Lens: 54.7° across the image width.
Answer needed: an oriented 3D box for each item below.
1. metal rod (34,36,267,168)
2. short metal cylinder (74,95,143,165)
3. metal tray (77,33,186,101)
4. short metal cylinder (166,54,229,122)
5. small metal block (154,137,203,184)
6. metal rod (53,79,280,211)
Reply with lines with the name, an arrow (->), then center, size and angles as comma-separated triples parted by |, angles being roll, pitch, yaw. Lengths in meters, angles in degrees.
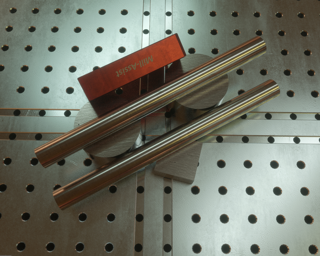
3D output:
metal rod -> -0.002, -0.036, 0.371 | 0.302, 0.025, 0.025 | -28, 73, -10
short metal cylinder -> -0.063, 0.005, 0.396 | 0.081, 0.050, 0.080 | 0, 70, 0
metal tray -> -0.041, -0.079, 0.404 | 0.131, 0.090, 0.030 | -27, 105, -10
short metal cylinder -> 0.047, -0.053, 0.419 | 0.081, 0.050, 0.080 | 0, 70, 0
small metal block -> 0.023, 0.039, 0.397 | 0.050, 0.025, 0.050 | 14, 71, 4
metal rod -> 0.016, 0.015, 0.379 | 0.302, 0.025, 0.025 | -27, 73, -10
